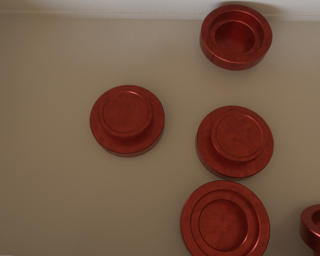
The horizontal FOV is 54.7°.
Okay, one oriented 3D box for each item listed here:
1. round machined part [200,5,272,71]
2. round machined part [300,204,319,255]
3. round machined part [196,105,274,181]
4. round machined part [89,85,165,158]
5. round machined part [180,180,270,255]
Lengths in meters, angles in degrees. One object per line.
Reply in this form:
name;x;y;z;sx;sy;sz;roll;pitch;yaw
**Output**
round machined part;0.106;-0.125;0.447;0.099;0.042;0.098;0;70;0
round machined part;0.205;0.123;0.336;0.099;0.098;0.042;-1;102;-1
round machined part;0.097;0.015;0.395;0.099;0.042;0.098;0;70;0
round machined part;-0.043;-0.013;0.405;0.099;0.042;0.098;0;70;0
round machined part;0.072;0.113;0.360;0.099;0.042;0.098;0;70;0
